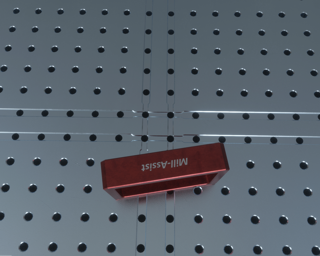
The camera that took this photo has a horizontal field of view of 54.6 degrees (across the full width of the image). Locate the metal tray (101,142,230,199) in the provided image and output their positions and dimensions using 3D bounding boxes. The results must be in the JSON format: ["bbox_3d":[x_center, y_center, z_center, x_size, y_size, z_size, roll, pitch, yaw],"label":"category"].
[{"bbox_3d":[0.005,0.052,0.358,0.131,0.090,0.030,-8,71,-3],"label":"metal tray"}]
